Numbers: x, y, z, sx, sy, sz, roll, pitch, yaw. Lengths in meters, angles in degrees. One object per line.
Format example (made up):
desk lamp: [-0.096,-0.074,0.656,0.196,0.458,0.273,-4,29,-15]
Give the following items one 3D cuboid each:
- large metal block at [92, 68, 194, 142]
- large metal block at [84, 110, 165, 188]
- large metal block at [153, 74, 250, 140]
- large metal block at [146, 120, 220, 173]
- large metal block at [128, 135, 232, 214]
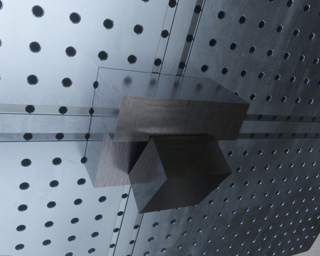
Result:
large metal block: [-0.022,-0.027,0.347,0.081,0.080,0.050,1,118,-29]
large metal block: [-0.043,0.024,0.385,0.081,0.050,0.079,1,118,-29]
large metal block: [0.048,-0.026,0.386,0.081,0.080,0.050,1,118,-29]
large metal block: [0.028,0.025,0.425,0.081,0.050,0.079,1,118,-29]
large metal block: [0.020,0.053,0.353,0.081,0.050,0.079,0,142,-29]
